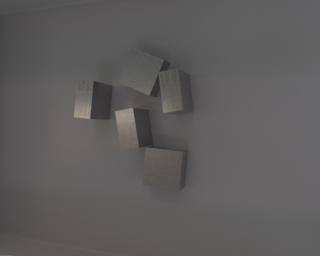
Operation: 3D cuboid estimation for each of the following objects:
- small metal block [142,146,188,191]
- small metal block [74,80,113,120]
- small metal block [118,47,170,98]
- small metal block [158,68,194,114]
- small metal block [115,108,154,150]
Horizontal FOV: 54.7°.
[{"bbox_3d":[0.007,0.052,0.408,0.050,0.025,0.050,6,92,20],"label":"small metal block"},{"bbox_3d":[-0.091,-0.038,0.429,0.025,0.050,0.050,6,92,20],"label":"small metal block"},{"bbox_3d":[-0.021,-0.075,0.418,0.050,0.025,0.050,25,98,18],"label":"small metal block"},{"bbox_3d":[0.021,-0.044,0.390,0.025,0.050,0.050,-8,87,20],"label":"small metal block"},{"bbox_3d":[-0.033,0.001,0.409,0.025,0.050,0.050,-10,87,20],"label":"small metal block"}]
